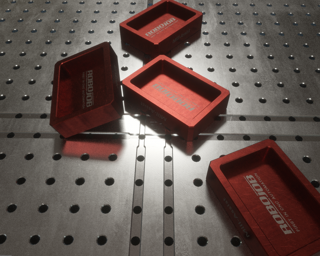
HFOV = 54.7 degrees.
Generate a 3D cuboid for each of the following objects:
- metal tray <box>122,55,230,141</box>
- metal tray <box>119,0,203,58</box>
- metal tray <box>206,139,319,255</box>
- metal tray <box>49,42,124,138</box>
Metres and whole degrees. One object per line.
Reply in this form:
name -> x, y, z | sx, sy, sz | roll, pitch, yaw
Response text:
metal tray -> 0.021, -0.048, 0.445 | 0.130, 0.030, 0.090 | 35, 58, 25
metal tray -> 0.004, -0.183, 0.558 | 0.090, 0.030, 0.131 | 34, 58, 25
metal tray -> 0.121, 0.080, 0.338 | 0.091, 0.030, 0.130 | -19, 53, -16
metal tray -> -0.102, -0.057, 0.431 | 0.090, 0.030, 0.130 | -20, 50, 9
